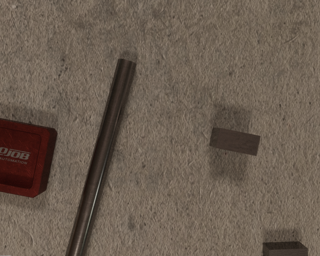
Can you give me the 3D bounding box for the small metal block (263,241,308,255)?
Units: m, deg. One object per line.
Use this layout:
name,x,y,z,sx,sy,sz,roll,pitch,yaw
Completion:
small metal block,0.167,0.181,0.412,0.050,0.025,0.050,-2,90,-1

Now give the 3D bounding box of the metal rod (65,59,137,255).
metal rod,-0.082,0.056,0.408,0.025,0.025,0.298,15,90,-1

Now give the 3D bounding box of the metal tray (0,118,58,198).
metal tray,-0.211,0.033,0.404,0.131,0.030,0.089,11,90,-1

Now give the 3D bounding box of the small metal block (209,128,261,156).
small metal block,0.095,0.017,0.399,0.050,0.050,0.025,11,90,-1
